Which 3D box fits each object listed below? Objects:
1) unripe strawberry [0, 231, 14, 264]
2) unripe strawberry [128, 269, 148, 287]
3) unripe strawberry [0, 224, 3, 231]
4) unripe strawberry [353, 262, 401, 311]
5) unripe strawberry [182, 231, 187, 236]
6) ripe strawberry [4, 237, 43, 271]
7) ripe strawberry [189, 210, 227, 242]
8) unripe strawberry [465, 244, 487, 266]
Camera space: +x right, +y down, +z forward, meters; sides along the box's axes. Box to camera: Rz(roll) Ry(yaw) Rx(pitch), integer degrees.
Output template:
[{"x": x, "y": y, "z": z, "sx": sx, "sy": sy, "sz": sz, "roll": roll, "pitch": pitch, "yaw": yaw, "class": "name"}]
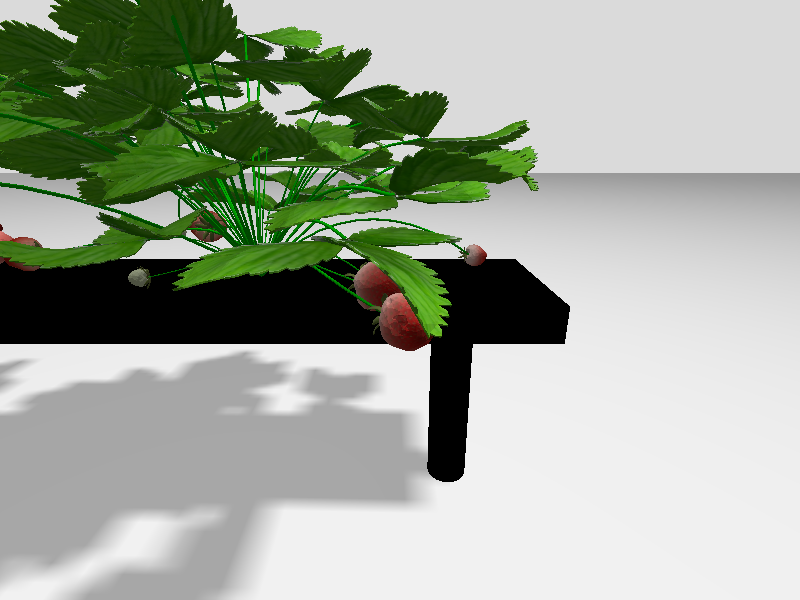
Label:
[{"x": -0.408, "y": -0.054, "z": 0.402, "sx": 0.039, "sy": 0.038, "sz": 0.036, "roll": -5, "pitch": 20, "yaw": -15, "class": "unripe strawberry"}, {"x": -0.216, "y": -0.018, "z": 0.330, "sx": 0.014, "sy": 0.015, "sz": 0.013, "roll": -7, "pitch": 21, "yaw": -18, "class": "unripe strawberry"}, {"x": -0.536, "y": -0.093, "z": 0.519, "sx": 0.032, "sy": 0.034, "sz": 0.035, "roll": 4, "pitch": 19, "yaw": 12, "class": "unripe strawberry"}, {"x": -0.012, "y": -0.009, "z": 0.276, "sx": 0.038, "sy": 0.037, "sz": 0.035, "roll": 15, "pitch": 24, "yaw": 35, "class": "unripe strawberry"}, {"x": -0.267, "y": -0.082, "z": 0.490, "sx": 0.011, "sy": 0.011, "sz": 0.011, "roll": 18, "pitch": 26, "yaw": 41, "class": "unripe strawberry"}, {"x": -0.359, "y": -0.043, "z": 0.379, "sx": 0.033, "sy": 0.033, "sz": 0.031, "roll": 1, "pitch": 19, "yaw": 5, "class": "ripe strawberry"}, {"x": -0.243, "y": -0.094, "z": 0.506, "sx": 0.044, "sy": 0.039, "sz": 0.040, "roll": -14, "pitch": 23, "yaw": -34, "class": "ripe strawberry"}, {"x": 0.076, "y": -0.044, "z": 0.399, "sx": 0.022, "sy": 0.021, "sz": 0.020, "roll": 6, "pitch": 18, "yaw": -14, "class": "unripe strawberry"}]
